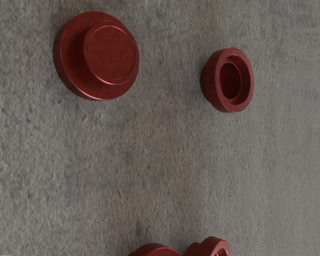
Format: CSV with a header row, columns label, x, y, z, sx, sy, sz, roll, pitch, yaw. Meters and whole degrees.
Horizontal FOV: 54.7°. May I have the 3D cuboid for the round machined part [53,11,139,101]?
label,x,y,z,sx,sy,sz,roll,pitch,yaw
round machined part,-0.062,-0.080,0.343,0.099,0.042,0.097,0,90,-40

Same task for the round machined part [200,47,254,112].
label,x,y,z,sx,sy,sz,roll,pitch,yaw
round machined part,0.100,-0.072,0.480,0.099,0.042,0.097,0,90,-40

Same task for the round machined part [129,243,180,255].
label,x,y,z,sx,sy,sz,roll,pitch,yaw
round machined part,-0.017,0.191,0.382,0.099,0.042,0.097,0,90,-40

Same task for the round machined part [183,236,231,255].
label,x,y,z,sx,sy,sz,roll,pitch,yaw
round machined part,0.061,0.202,0.437,0.099,0.042,0.097,-14,108,-53
